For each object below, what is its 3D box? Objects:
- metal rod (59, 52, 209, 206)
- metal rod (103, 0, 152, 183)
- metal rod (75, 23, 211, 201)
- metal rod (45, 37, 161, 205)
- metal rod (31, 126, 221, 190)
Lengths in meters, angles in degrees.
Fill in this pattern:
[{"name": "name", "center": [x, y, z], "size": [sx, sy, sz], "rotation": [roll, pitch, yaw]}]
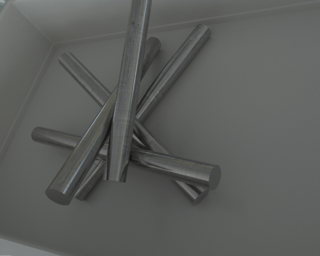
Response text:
[{"name": "metal rod", "center": [-0.050, -0.016, 0.408], "size": [0.025, 0.025, 0.300], "rotation": [-45, 61, -3]}, {"name": "metal rod", "center": [-0.031, -0.087, 0.366], "size": [0.025, 0.025, 0.299], "rotation": [0, 75, 28]}, {"name": "metal rod", "center": [-0.023, -0.028, 0.435], "size": [0.025, 0.025, 0.300], "rotation": [30, 78, 37]}, {"name": "metal rod", "center": [-0.052, -0.035, 0.391], "size": [0.025, 0.025, 0.301], "rotation": [-5, 39, 26]}, {"name": "metal rod", "center": [-0.066, 0.029, 0.387], "size": [0.300, 0.025, 0.025], "rotation": [9, 66, 36]}]
